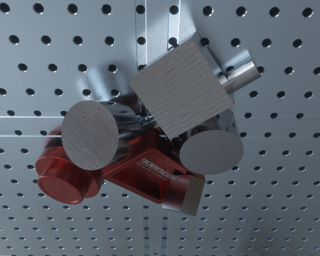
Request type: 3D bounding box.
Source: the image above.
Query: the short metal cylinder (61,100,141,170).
[{"bbox_3d":[-0.070,0.007,0.373,0.080,0.050,0.079,2,94,25],"label":"short metal cylinder"}]

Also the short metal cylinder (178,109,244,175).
[{"bbox_3d":[0.065,0.017,0.409,0.081,0.050,0.079,0,130,0],"label":"short metal cylinder"}]

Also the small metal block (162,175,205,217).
[{"bbox_3d":[0.033,0.094,0.437,0.025,0.050,0.050,27,160,-23],"label":"small metal block"}]

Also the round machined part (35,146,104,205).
[{"bbox_3d":[-0.134,0.074,0.445,0.098,0.042,0.097,11,137,11],"label":"round machined part"}]

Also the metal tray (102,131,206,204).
[{"bbox_3d":[-0.006,0.062,0.442,0.090,0.030,0.130,-30,137,23],"label":"metal tray"}]

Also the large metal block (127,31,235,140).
[{"bbox_3d":[0.025,-0.046,0.341,0.080,0.050,0.080,-30,105,23],"label":"large metal block"}]

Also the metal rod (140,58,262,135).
[{"bbox_3d":[-0.009,-0.001,0.413,0.300,0.025,0.025,-30,124,23],"label":"metal rod"}]
